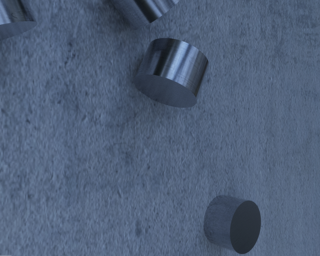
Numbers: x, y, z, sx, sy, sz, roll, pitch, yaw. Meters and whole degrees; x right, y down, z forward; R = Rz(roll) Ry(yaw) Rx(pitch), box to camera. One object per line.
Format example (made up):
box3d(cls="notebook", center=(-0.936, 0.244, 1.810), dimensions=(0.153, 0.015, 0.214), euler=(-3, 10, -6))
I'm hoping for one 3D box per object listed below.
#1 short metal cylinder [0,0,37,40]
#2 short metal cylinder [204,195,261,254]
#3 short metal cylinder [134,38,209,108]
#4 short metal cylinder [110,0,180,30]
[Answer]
box3d(cls="short metal cylinder", center=(-0.148, -0.097, 0.246), dimensions=(0.081, 0.080, 0.050), euler=(-29, 109, -36))
box3d(cls="short metal cylinder", center=(0.115, 0.150, 0.488), dimensions=(0.081, 0.050, 0.079), euler=(0, 90, -40))
box3d(cls="short metal cylinder", center=(0.015, -0.066, 0.383), dimensions=(0.080, 0.080, 0.050), euler=(32, 70, -36))
box3d(cls="short metal cylinder", center=(-0.016, -0.159, 0.357), dimensions=(0.050, 0.080, 0.080), euler=(50, 60, -29))
